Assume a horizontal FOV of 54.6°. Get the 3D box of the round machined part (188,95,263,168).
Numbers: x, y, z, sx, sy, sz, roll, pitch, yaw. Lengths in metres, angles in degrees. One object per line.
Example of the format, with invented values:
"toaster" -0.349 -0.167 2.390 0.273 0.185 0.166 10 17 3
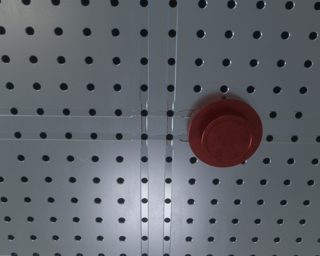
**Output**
"round machined part" 0.086 0.009 0.408 0.099 0.042 0.097 0 110 0
